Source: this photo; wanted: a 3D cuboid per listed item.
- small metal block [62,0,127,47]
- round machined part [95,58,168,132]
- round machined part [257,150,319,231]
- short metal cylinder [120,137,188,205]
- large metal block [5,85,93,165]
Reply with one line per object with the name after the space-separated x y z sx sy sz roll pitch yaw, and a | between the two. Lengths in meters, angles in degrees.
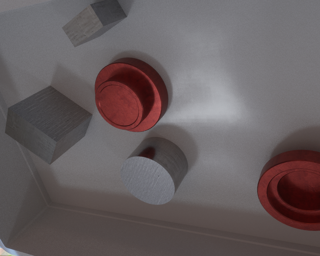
-0.074 -0.121 0.355 0.050 0.050 0.025 -21 107 35 | small metal block
-0.043 -0.036 0.396 0.098 0.042 0.097 13 124 20 | round machined part
0.164 0.065 0.351 0.098 0.042 0.097 13 124 20 | round machined part
-0.007 0.059 0.432 0.080 0.050 0.079 13 124 20 | short metal cylinder
-0.160 -0.007 0.451 0.080 0.080 0.050 34 129 5 | large metal block
